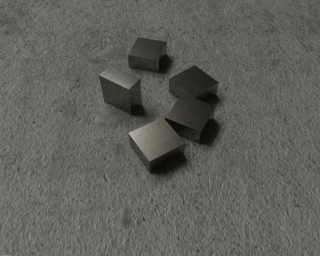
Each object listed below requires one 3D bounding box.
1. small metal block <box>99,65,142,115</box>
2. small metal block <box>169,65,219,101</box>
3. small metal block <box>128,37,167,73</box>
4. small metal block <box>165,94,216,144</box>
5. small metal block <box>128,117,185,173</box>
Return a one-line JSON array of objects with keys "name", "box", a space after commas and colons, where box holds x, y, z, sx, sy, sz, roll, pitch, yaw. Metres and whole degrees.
[{"name": "small metal block", "box": [-0.054, -0.052, 0.430, 0.050, 0.050, 0.025, 27, 55, 21]}, {"name": "small metal block", "box": [0.049, -0.060, 0.454, 0.050, 0.025, 0.050, -31, 57, -24]}, {"name": "small metal block", "box": [-0.019, -0.119, 0.503, 0.050, 0.025, 0.050, 12, 51, 10]}, {"name": "small metal block", "box": [0.041, -0.013, 0.414, 0.050, 0.025, 0.050, 23, 54, 18]}, {"name": "small metal block", "box": [-0.004, 0.020, 0.386, 0.050, 0.025, 0.050, -26, 55, -20]}]
